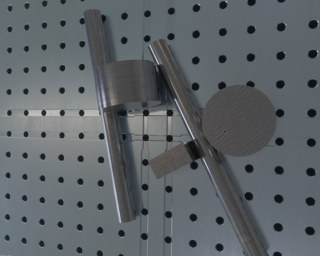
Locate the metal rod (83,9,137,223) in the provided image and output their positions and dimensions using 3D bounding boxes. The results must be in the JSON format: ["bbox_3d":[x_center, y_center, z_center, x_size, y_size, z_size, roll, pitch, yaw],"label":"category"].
[{"bbox_3d":[-0.071,-0.019,0.437,0.025,0.025,0.298,-12,86,19],"label":"metal rod"}]

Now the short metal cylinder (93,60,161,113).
[{"bbox_3d":[-0.042,-0.051,0.398,0.080,0.080,0.050,-10,87,19],"label":"short metal cylinder"}]

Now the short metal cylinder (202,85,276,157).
[{"bbox_3d":[0.095,-0.008,0.366,0.080,0.050,0.079,0,90,20],"label":"short metal cylinder"}]

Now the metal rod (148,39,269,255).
[{"bbox_3d":[0.057,0.023,0.392,0.025,0.025,0.299,-27,81,18],"label":"metal rod"}]

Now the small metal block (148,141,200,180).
[{"bbox_3d":[0.020,0.040,0.392,0.050,0.050,0.025,-30,81,17],"label":"small metal block"}]
